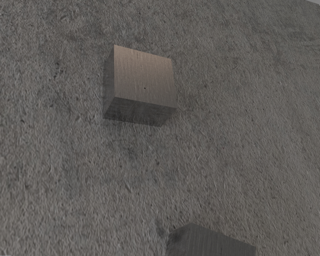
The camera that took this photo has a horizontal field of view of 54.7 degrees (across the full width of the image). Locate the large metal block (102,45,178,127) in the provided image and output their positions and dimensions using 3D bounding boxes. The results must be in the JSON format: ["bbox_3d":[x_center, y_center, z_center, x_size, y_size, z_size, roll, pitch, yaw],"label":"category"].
[{"bbox_3d":[-0.028,-0.053,0.405,0.081,0.050,0.080,9,58,-24],"label":"large metal block"}]

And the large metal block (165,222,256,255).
[{"bbox_3d":[0.049,0.155,0.319,0.080,0.050,0.080,25,53,-13],"label":"large metal block"}]
